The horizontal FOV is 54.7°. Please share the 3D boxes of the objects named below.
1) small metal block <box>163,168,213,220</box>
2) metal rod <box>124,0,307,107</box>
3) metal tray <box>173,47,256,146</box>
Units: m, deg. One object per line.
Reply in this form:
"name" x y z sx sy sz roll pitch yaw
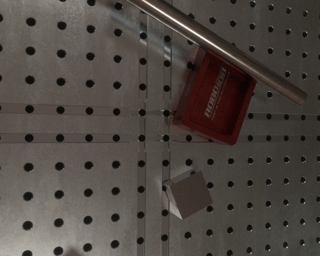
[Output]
"small metal block" 0.039 0.090 0.428 0.050 0.025 0.050 -23 98 -19
"metal rod" 0.078 -0.106 0.410 0.301 0.025 0.025 27 81 -18
"metal tray" 0.083 -0.050 0.441 0.091 0.030 0.130 23 82 -19
